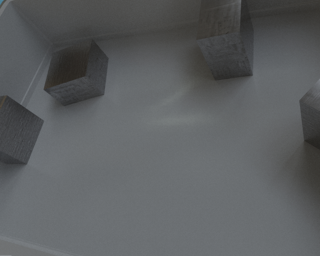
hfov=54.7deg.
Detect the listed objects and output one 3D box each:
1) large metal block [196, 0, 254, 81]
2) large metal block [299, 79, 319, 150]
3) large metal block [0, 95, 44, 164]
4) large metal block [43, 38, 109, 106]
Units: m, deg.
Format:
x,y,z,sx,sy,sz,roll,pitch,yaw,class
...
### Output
x,y,z,sx,sy,sz,roll,pitch,yaw,class
0.087,-0.120,0.398,0.050,0.080,0.080,-5,60,26,large metal block
0.179,-0.003,0.278,0.050,0.080,0.080,-46,51,-4,large metal block
-0.244,0.005,0.493,0.050,0.080,0.080,-3,61,26,large metal block
-0.137,-0.091,0.515,0.080,0.050,0.080,-13,56,20,large metal block
